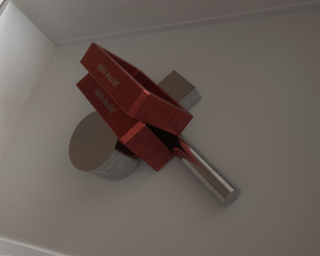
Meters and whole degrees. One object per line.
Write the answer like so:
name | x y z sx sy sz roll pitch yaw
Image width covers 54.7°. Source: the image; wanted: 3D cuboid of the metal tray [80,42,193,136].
metal tray | -0.030 -0.048 0.373 0.030 0.090 0.130 -54 50 12

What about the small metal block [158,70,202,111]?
small metal block | 0.019 -0.043 0.419 0.050 0.025 0.050 -42 51 -1

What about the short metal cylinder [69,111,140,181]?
short metal cylinder | -0.070 0.023 0.401 0.080 0.050 0.080 -14 61 28

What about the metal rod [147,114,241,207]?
metal rod | -0.008 -0.011 0.415 0.025 0.025 0.300 -43 51 -2

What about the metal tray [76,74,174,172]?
metal tray | -0.045 -0.011 0.391 0.030 0.090 0.130 -43 51 -1
